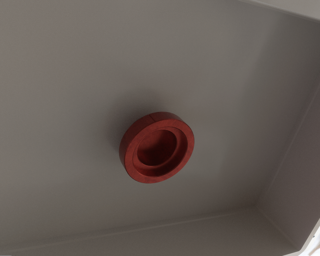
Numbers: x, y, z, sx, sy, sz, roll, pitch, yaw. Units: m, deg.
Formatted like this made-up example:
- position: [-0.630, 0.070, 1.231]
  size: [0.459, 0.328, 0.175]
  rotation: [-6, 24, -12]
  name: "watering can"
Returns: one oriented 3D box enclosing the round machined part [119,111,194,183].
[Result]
- position: [-0.008, 0.021, 0.408]
  size: [0.099, 0.042, 0.097]
  rotation: [-14, 125, -21]
  name: "round machined part"
